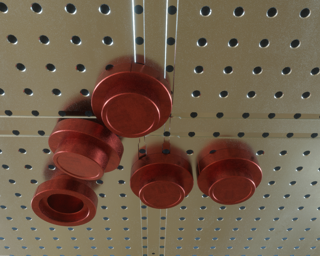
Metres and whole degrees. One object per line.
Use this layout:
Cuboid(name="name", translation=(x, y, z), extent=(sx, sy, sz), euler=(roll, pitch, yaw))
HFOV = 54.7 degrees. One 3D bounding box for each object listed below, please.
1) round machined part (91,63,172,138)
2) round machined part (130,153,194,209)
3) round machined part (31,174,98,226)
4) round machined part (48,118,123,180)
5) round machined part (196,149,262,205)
Cuboid(name="round machined part", translation=(-0.034, -0.026, 0.378), extent=(0.099, 0.042, 0.097), euler=(-1, 130, 0))
Cuboid(name="round machined part", translation=(0.003, 0.087, 0.475), extent=(0.099, 0.042, 0.097), euler=(-1, 130, -1))
Cuboid(name="round machined part", translation=(-0.148, 0.112, 0.493), extent=(0.099, 0.042, 0.097), euler=(-1, 130, 0))
Cuboid(name="round machined part", translation=(-0.102, 0.035, 0.412), extent=(0.099, 0.042, 0.097), euler=(9, 142, 7))
Cuboid(name="round machined part", translation=(0.106, 0.080, 0.470), extent=(0.099, 0.042, 0.097), euler=(-1, 130, 0))
